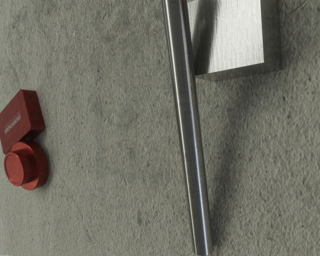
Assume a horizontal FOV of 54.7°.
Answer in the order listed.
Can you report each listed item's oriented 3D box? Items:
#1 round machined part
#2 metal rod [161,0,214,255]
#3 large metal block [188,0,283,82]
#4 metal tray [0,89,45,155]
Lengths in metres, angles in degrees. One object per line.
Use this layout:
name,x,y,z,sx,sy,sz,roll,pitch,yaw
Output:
round machined part,-0.266,0.075,0.603,0.098,0.042,0.097,7,103,34
metal rod,0.031,-0.001,0.331,0.025,0.025,0.298,3,107,40
large metal block,0.077,-0.097,0.325,0.080,0.050,0.080,-4,87,40
metal tray,-0.292,-0.010,0.643,0.130,0.030,0.090,-33,70,35
